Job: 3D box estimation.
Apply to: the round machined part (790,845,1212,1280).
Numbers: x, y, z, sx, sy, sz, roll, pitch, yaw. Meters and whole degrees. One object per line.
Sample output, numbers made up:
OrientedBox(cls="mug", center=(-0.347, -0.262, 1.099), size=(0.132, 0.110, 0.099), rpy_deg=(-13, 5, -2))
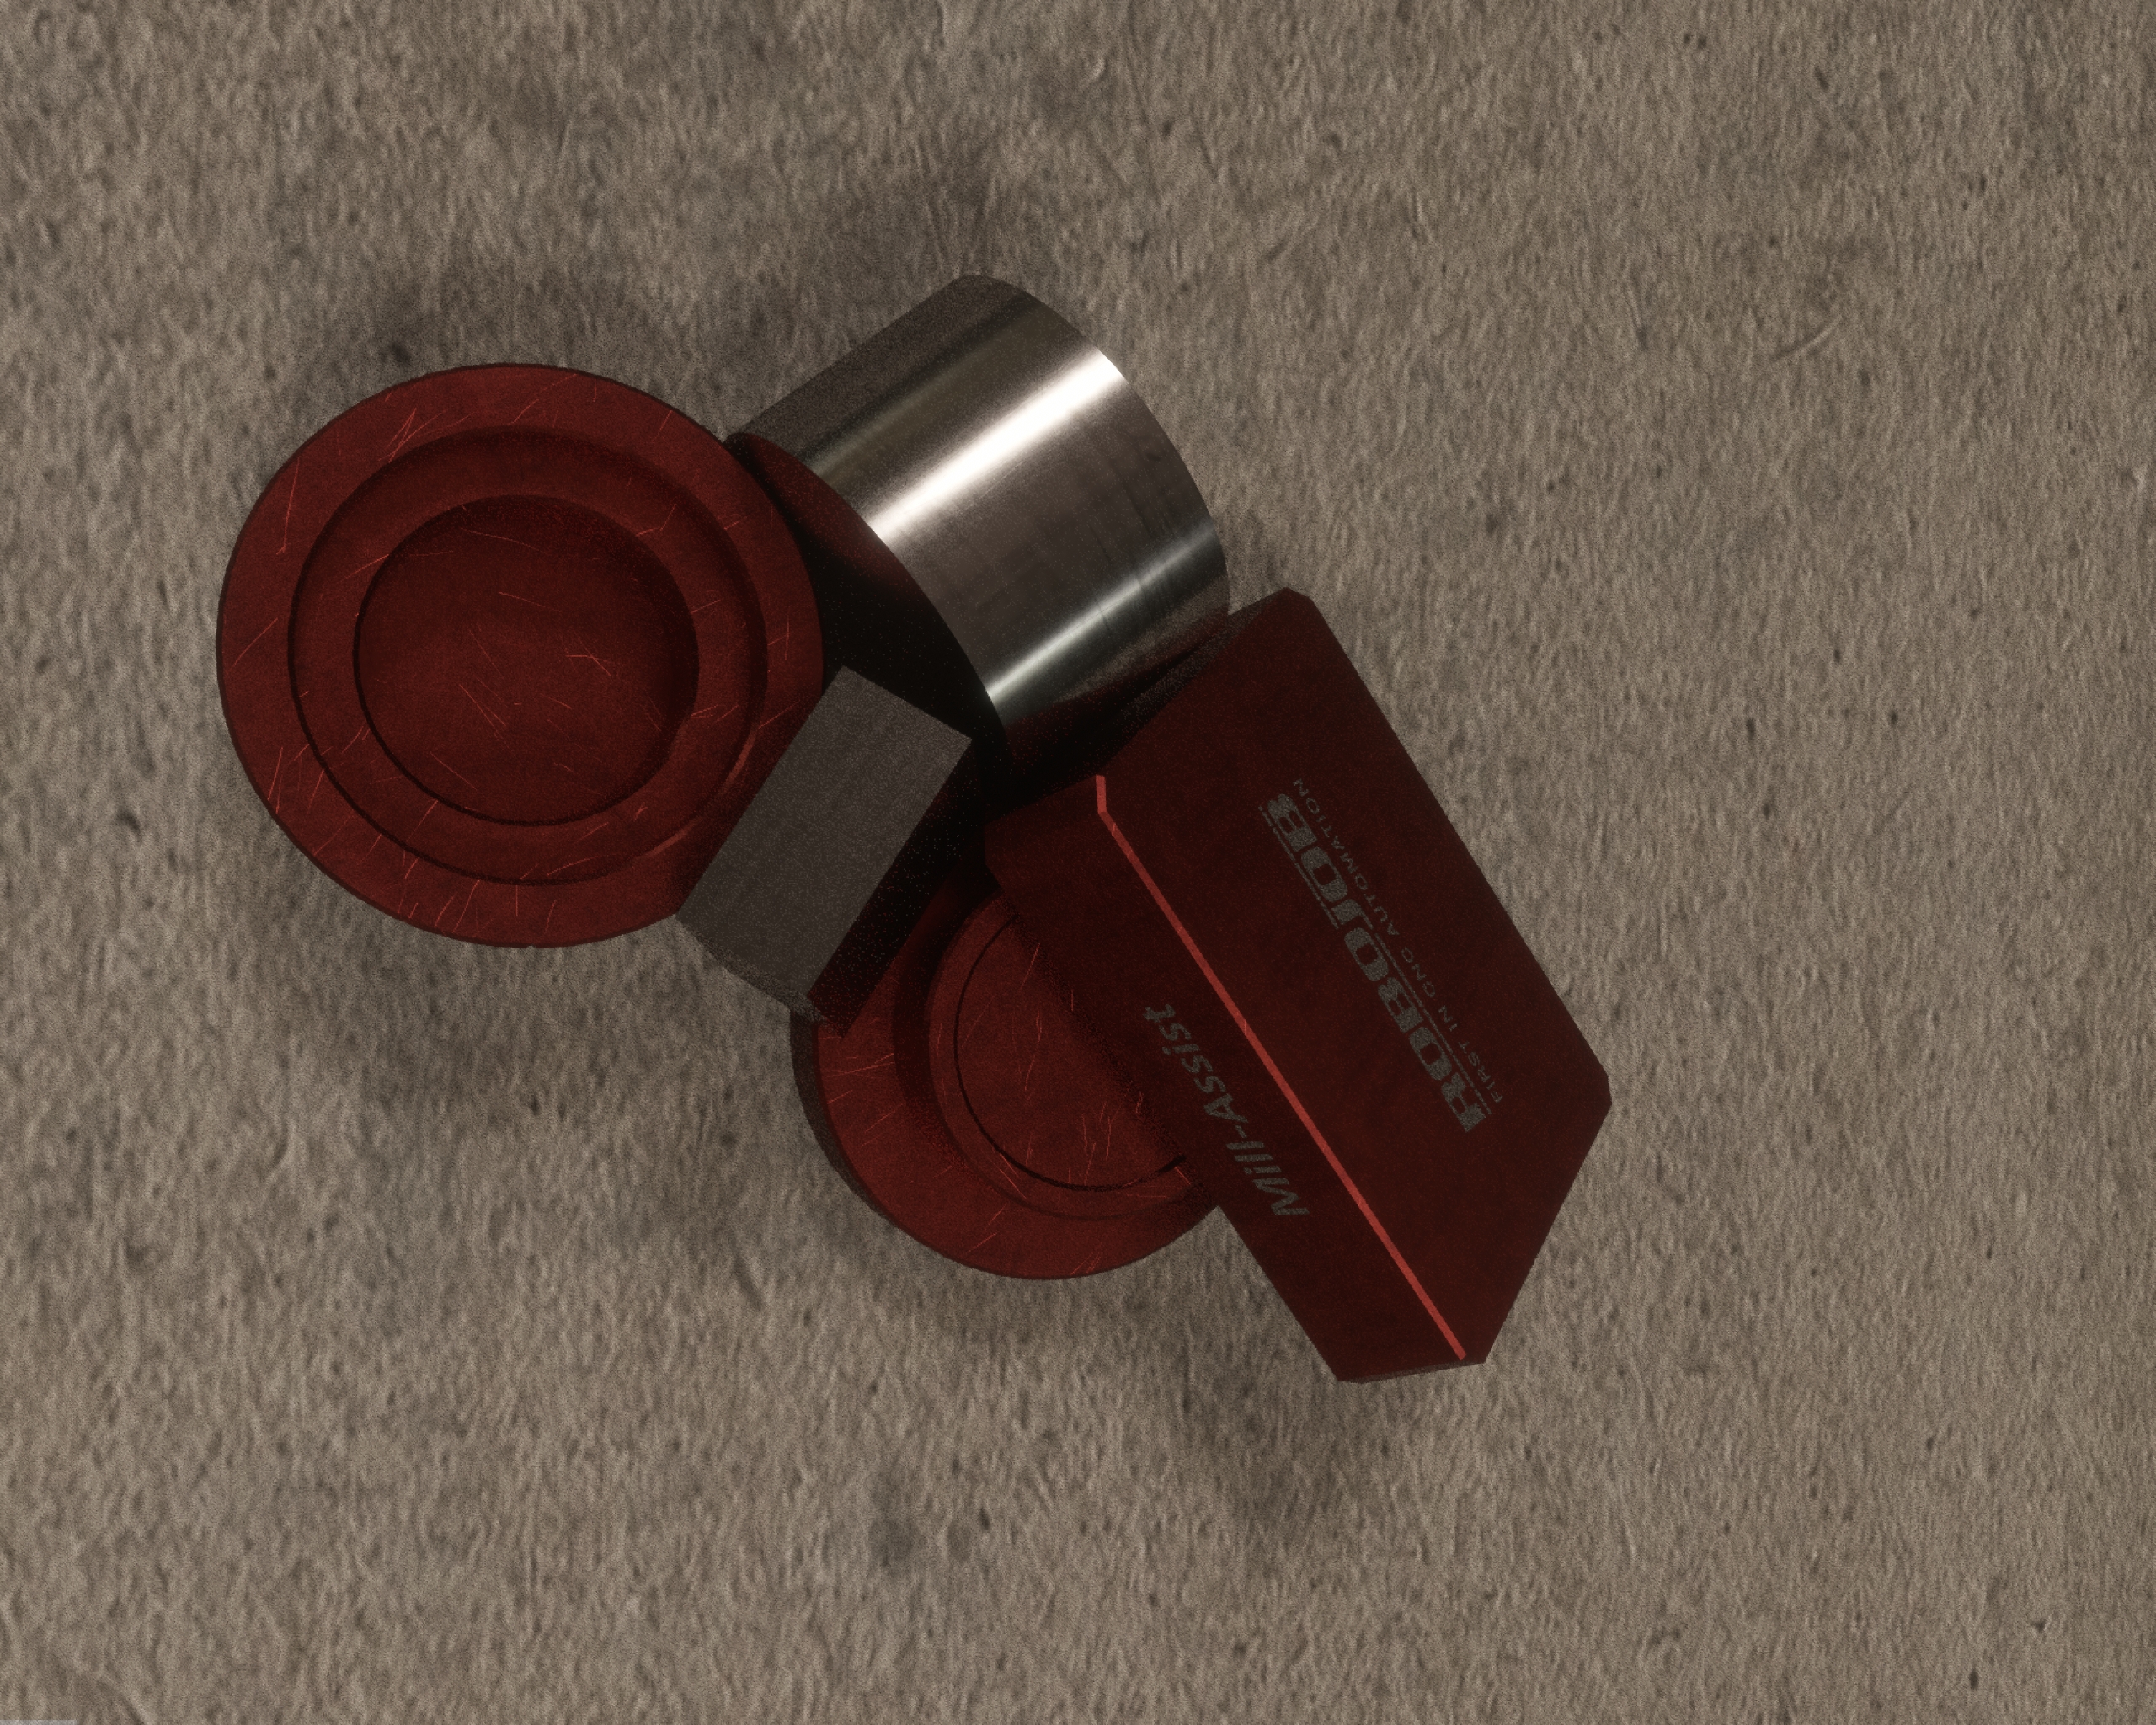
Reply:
OrientedBox(cls="round machined part", center=(-0.002, 0.032, 0.401), size=(0.099, 0.042, 0.097), rpy_deg=(0, 90, -21))

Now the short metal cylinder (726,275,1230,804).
OrientedBox(cls="short metal cylinder", center=(-0.019, -0.057, 0.376), size=(0.050, 0.080, 0.080), rpy_deg=(-40, 103, -16))

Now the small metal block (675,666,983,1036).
OrientedBox(cls="small metal block", center=(-0.041, 0.000, 0.364), size=(0.025, 0.050, 0.050), rpy_deg=(31, 79, 7))

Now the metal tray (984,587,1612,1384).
OrientedBox(cls="metal tray", center=(0.048, 0.022, 0.403), size=(0.130, 0.030, 0.090), rpy_deg=(56, 42, -12))

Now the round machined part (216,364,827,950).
OrientedBox(cls="round machined part", center=(-0.097, -0.034, 0.366), size=(0.099, 0.042, 0.097), rpy_deg=(0, 90, -21))
